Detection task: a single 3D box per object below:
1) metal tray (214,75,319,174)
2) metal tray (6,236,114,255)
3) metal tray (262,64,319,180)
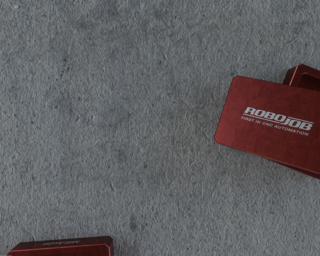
[{"bbox_3d":[0.142,-0.006,0.377,0.130,0.030,0.090,17,88,25],"label":"metal tray"},{"bbox_3d":[-0.126,0.195,0.406,0.131,0.030,0.089,-4,90,0],"label":"metal tray"},{"bbox_3d":[0.194,-0.007,0.408,0.090,0.030,0.129,22,90,0],"label":"metal tray"}]
